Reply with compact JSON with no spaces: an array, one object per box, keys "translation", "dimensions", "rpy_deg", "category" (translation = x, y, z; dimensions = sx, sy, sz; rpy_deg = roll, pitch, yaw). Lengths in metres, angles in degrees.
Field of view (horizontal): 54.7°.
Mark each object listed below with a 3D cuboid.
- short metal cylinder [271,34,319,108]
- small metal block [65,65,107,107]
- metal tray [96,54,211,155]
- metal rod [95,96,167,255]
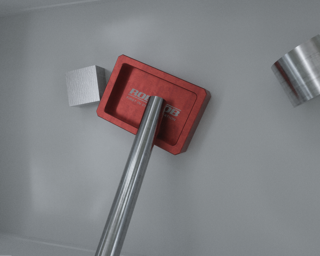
[{"translation":[0.166,-0.062,0.323],"dimensions":[0.080,0.080,0.050],"rpy_deg":[-29,81,17],"category":"short metal cylinder"},{"translation":[-0.105,-0.059,0.446],"dimensions":[0.050,0.025,0.050],"rpy_deg":[-9,87,19],"category":"small metal block"},{"translation":[-0.010,-0.032,0.410],"dimensions":[0.130,0.030,0.090],"rpy_deg":[26,98,17],"category":"metal tray"},{"translation":[-0.044,0.097,0.342],"dimensions":[0.025,0.025,0.300],"rpy_deg":[9,66,19],"category":"metal rod"}]
